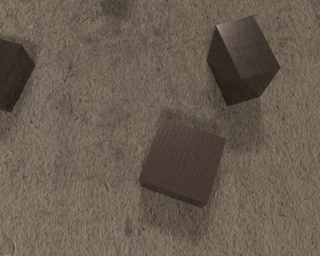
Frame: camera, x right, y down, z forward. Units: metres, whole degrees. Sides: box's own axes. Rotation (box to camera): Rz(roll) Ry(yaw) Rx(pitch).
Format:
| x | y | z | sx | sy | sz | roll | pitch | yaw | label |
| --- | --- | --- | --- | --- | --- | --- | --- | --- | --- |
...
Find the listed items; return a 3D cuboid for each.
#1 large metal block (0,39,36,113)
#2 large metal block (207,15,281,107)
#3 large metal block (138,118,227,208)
| x | y | z | sx | sy | sz | roll | pitch | yaw | label |
| --- | --- | --- | --- | --- | --- | --- | --- | --- | --- |
| -0.232 | -0.076 | 0.420 | 0.080 | 0.050 | 0.080 | 16 | 71 | 5 | large metal block |
| 0.106 | -0.086 | 0.412 | 0.050 | 0.080 | 0.080 | -17 | 71 | -6 | large metal block |
| 0.027 | 0.044 | 0.379 | 0.080 | 0.050 | 0.080 | 18 | 71 | 6 | large metal block |
